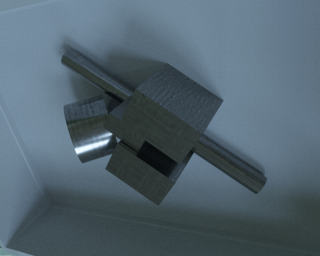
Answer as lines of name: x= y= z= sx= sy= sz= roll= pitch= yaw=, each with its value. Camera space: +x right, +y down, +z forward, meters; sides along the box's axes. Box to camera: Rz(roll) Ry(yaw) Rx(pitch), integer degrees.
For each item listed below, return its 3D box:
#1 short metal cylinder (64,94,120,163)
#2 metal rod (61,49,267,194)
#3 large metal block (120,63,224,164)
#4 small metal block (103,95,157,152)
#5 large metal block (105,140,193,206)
short metal cylinder: x=-0.089 y=0.001 z=0.409 sx=0.050 sy=0.080 sz=0.079 roll=-17 pitch=116 yaw=-8
metal rod: x=0.001 y=-0.012 z=0.399 sx=0.301 sy=0.025 sz=0.025 roll=34 pitch=129 yaw=5
large metal block: x=0.015 y=-0.019 z=0.352 sx=0.080 sy=0.080 sz=0.050 roll=35 pitch=129 yaw=5
small metal block: x=-0.030 y=-0.007 z=0.372 sx=0.050 sy=0.050 sz=0.025 roll=35 pitch=129 yaw=4
large metal block: x=-0.009 y=0.038 z=0.399 sx=0.080 sy=0.080 sz=0.050 roll=34 pitch=129 yaw=5
